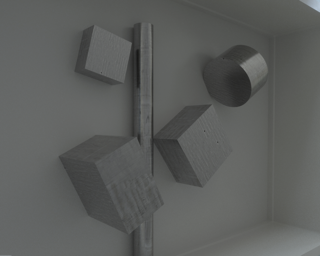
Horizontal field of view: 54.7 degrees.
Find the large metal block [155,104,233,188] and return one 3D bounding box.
[{"bbox_3d":[0.048,0.023,0.433,0.080,0.050,0.080,-43,116,-32],"label":"large metal block"}]

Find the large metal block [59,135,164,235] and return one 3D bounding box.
[{"bbox_3d":[-0.052,0.055,0.329,0.050,0.080,0.080,-33,111,-35],"label":"large metal block"}]

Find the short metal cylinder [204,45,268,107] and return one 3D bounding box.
[{"bbox_3d":[0.114,-0.078,0.469,0.050,0.080,0.080,-39,114,-33],"label":"short metal cylinder"}]

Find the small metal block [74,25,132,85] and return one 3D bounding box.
[{"bbox_3d":[-0.064,-0.081,0.354,0.050,0.025,0.050,16,80,-39],"label":"small metal block"}]

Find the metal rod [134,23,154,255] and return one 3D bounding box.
[{"bbox_3d":[-0.021,0.020,0.391,0.025,0.025,0.298,0,90,-40],"label":"metal rod"}]
